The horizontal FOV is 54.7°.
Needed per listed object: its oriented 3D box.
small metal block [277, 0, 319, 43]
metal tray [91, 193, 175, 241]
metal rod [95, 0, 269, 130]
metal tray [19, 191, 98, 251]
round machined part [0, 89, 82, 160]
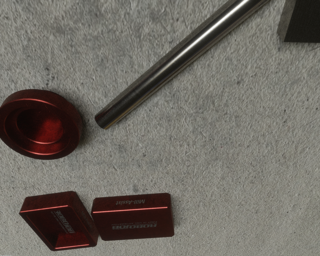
[{"bbox_3d":[0.153,-0.115,0.312,0.050,0.025,0.050,1,130,-2],"label":"small metal block"},{"bbox_3d":[-0.044,0.156,0.536,0.131,0.030,0.089,-5,130,3],"label":"metal tray"},{"bbox_3d":[0.035,-0.087,0.333,0.299,0.025,0.025,-36,122,26],"label":"metal rod"},{"bbox_3d":[-0.171,0.167,0.543,0.090,0.030,0.129,-9,130,7],"label":"metal tray"},{"bbox_3d":[-0.147,-0.008,0.387,0.099,0.042,0.097,-1,130,0],"label":"round machined part"}]
